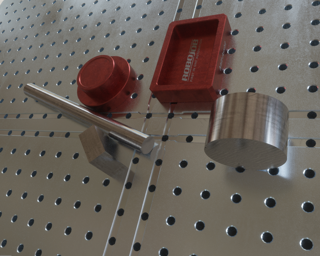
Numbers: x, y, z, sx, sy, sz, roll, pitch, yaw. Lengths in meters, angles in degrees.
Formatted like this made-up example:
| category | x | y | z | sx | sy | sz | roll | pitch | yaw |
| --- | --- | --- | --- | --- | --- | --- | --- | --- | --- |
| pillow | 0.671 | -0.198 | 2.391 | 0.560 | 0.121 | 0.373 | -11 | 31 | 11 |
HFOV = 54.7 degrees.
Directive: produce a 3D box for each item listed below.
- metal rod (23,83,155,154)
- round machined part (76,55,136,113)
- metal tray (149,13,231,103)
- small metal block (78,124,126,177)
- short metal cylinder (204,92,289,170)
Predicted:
| category | x | y | z | sx | sy | sz | roll | pitch | yaw |
| --- | --- | --- | --- | --- | --- | --- | --- | --- | --- |
| metal rod | -0.128 | -0.025 | 0.488 | 0.300 | 0.025 | 0.025 | 22 | 74 | 35 |
| round machined part | -0.091 | -0.076 | 0.490 | 0.098 | 0.042 | 0.098 | -13 | 56 | 20 |
| metal tray | 0.045 | -0.099 | 0.440 | 0.090 | 0.030 | 0.130 | 1 | 62 | 28 |
| small metal block | -0.077 | 0.031 | 0.412 | 0.025 | 0.050 | 0.050 | -36 | 51 | 4 |
| short metal cylinder | 0.090 | 0.006 | 0.322 | 0.080 | 0.080 | 0.050 | 0 | 62 | 28 |
